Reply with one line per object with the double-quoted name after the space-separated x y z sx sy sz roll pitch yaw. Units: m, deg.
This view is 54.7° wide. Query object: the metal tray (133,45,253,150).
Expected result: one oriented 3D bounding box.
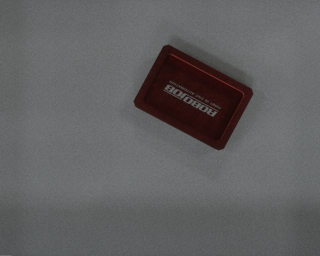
0.043 -0.039 0.409 0.130 0.030 0.090 28 90 -1 "metal tray"
